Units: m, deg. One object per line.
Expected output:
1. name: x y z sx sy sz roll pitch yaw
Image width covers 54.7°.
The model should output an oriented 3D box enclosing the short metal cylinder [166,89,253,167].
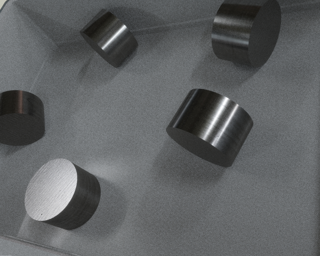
1. short metal cylinder: 0.054 0.001 0.342 0.080 0.080 0.050 22 74 36

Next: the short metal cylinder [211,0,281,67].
1. short metal cylinder: 0.109 -0.121 0.387 0.050 0.080 0.080 24 75 36

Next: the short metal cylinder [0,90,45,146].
1. short metal cylinder: -0.230 -0.015 0.501 0.080 0.080 0.050 -27 53 11

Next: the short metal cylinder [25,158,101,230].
1. short metal cylinder: -0.125 0.086 0.403 0.080 0.050 0.080 -13 56 21

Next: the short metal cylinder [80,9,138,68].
1. short metal cylinder: -0.082 -0.144 0.502 0.050 0.080 0.080 -47 51 -5
